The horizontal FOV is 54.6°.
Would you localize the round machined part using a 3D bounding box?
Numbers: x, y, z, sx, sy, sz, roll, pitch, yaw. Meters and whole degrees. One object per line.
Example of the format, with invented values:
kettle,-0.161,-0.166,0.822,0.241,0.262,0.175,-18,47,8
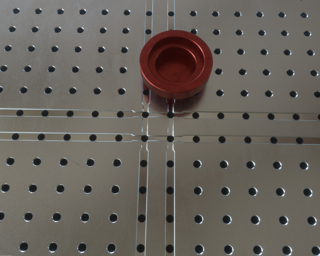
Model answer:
round machined part,0.022,-0.084,0.434,0.099,0.042,0.098,0,70,0
